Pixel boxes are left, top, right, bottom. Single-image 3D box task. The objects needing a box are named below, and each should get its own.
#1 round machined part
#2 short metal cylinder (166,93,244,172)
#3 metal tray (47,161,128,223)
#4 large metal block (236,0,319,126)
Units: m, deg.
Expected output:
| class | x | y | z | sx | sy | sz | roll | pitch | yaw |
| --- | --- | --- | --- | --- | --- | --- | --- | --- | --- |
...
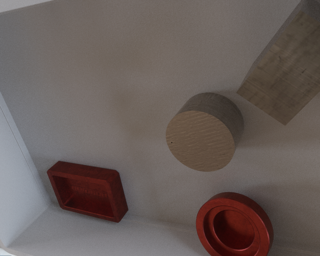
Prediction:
| class | x | y | z | sx | sy | sz | roll | pitch | yaw |
| --- | --- | --- | --- | --- | --- | --- | --- | --- | --- |
| round machined part | 0.101 | 0.131 | 0.413 | 0.098 | 0.042 | 0.097 | 8 | 106 | 32 |
| short metal cylinder | 0.054 | 0.005 | 0.366 | 0.080 | 0.050 | 0.079 | 13 | 124 | 20 |
| metal tray | -0.125 | 0.109 | 0.536 | 0.130 | 0.030 | 0.089 | 5 | 121 | 25 |
| large metal block | 0.119 | -0.061 | 0.272 | 0.050 | 0.080 | 0.079 | 35 | 129 | 4 |
